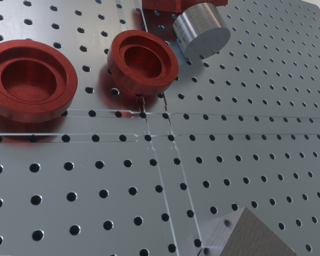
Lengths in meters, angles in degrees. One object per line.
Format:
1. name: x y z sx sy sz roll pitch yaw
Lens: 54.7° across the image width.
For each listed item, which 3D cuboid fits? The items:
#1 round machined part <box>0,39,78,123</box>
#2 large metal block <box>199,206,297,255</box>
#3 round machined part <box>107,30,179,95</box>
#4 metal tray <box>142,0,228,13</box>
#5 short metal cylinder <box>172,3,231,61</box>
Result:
1. round machined part: -0.147 -0.048 0.347 0.099 0.042 0.098 14 56 -21
2. large metal block: 0.096 0.152 0.351 0.080 0.050 0.080 43 51 1
3. round machined part: -0.027 -0.087 0.435 0.099 0.042 0.098 14 56 -21
4. metal tray: 0.044 -0.225 0.534 0.131 0.030 0.090 -25 36 -37
5. short metal cylinder: 0.067 -0.154 0.502 0.081 0.080 0.050 -10 68 -33
